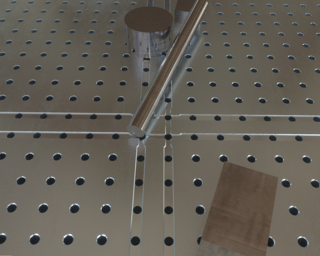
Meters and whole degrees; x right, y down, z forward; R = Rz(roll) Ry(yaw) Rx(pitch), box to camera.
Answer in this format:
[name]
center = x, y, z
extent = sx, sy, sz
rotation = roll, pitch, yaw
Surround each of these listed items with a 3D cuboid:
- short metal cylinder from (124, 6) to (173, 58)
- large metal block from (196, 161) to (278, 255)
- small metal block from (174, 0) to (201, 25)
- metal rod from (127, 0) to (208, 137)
[short metal cylinder]
center = -0.018, -0.164, 0.529
extent = 0.081, 0.050, 0.080
rotation = 0, 50, 0
[large metal block]
center = 0.070, 0.092, 0.295
extent = 0.050, 0.080, 0.080
rotation = 17, 52, 13
[small metal block]
center = 0.056, -0.226, 0.598
extent = 0.050, 0.025, 0.050
rotation = 7, 50, 5
[metal rod]
center = 0.022, -0.110, 0.484
extent = 0.025, 0.025, 0.300
rotation = 17, 57, 13
